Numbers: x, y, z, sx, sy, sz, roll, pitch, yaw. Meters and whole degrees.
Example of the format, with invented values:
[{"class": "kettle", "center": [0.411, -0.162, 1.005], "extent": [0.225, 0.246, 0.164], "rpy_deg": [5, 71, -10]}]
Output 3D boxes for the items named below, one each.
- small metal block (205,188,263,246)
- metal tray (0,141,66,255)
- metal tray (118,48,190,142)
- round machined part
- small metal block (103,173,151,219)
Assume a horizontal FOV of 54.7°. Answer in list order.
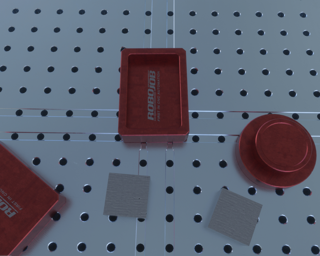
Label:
[{"class": "small metal block", "center": [0.088, 0.107, 0.373], "extent": [0.050, 0.025, 0.050], "rpy_deg": [23, 72, 8]}, {"class": "metal tray", "center": [-0.195, 0.081, 0.378], "extent": [0.130, 0.030, 0.090], "rpy_deg": [37, 74, 12]}, {"class": "metal tray", "center": [-0.008, -0.047, 0.425], "extent": [0.091, 0.030, 0.130], "rpy_deg": [0, 70, 0]}, {"class": "round machined part", "center": [0.150, 0.027, 0.394], "extent": [0.099, 0.042, 0.098], "rpy_deg": [0, 70, 0]}, {"class": "small metal block", "center": [-0.039, 0.084, 0.381], "extent": [0.050, 0.025, 0.050], "rpy_deg": [5, 70, 1]}]
